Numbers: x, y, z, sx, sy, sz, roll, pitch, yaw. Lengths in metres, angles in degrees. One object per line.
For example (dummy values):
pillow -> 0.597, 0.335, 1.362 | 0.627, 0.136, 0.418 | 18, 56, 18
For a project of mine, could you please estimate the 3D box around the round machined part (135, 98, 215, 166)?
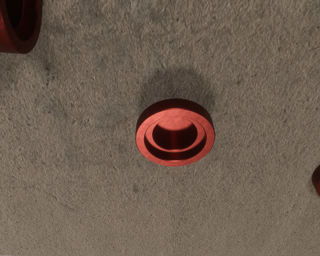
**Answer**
round machined part -> 0.019, 0.001, 0.398 | 0.099, 0.042, 0.097 | -1, 130, 0

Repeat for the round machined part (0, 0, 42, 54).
round machined part -> -0.137, -0.113, 0.261 | 0.042, 0.098, 0.097 | 3, 130, -4

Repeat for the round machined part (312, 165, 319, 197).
round machined part -> 0.291, 0.084, 0.473 | 0.099, 0.042, 0.097 | -1, 130, 0
